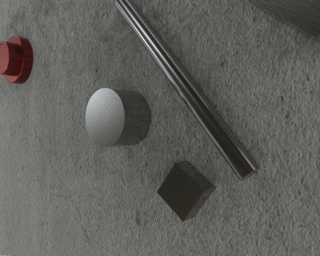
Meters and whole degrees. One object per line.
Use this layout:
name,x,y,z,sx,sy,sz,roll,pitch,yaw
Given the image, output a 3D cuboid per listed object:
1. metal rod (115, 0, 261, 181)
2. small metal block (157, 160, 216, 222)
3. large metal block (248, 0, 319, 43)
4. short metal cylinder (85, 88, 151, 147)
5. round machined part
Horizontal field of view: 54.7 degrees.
metal rod,0.021,-0.066,0.385,0.025,0.025,0.299,-47,62,29
small metal block,0.031,0.076,0.378,0.050,0.025,0.050,43,116,31
large metal block,0.138,-0.129,0.274,0.080,0.050,0.080,46,117,30
short metal cylinder,-0.059,-0.014,0.435,0.080,0.050,0.079,0,90,39
round machined part,-0.309,-0.143,0.644,0.098,0.042,0.097,0,90,39
